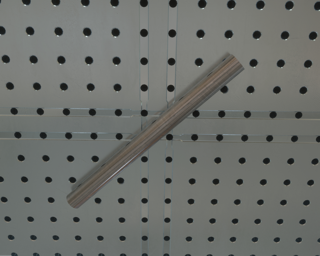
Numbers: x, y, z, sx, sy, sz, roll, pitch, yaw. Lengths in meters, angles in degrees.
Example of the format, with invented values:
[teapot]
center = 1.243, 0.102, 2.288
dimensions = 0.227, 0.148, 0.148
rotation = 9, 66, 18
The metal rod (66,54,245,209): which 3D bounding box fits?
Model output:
[metal rod]
center = -0.015, 0.012, 0.417
dimensions = 0.300, 0.025, 0.025
rotation = -40, 105, 13
